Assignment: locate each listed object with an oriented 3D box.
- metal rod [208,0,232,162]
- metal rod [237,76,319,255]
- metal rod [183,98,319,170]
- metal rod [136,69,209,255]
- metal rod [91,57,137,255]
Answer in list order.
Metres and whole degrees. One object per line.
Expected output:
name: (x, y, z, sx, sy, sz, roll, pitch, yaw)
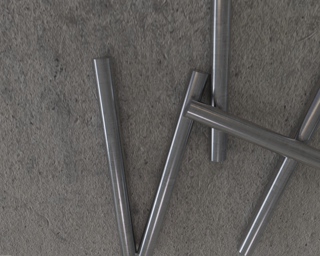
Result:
metal rod: (0.073, -0.099, 0.373, 0.025, 0.025, 0.298, -2, 110, 1)
metal rod: (0.175, 0.056, 0.431, 0.025, 0.025, 0.298, 16, 109, -6)
metal rod: (0.172, 0.029, 0.393, 0.302, 0.025, 0.025, 21, 109, -8)
metal rod: (0.012, 0.065, 0.433, 0.025, 0.025, 0.298, 13, 110, -5)
metal rod: (-0.059, 0.054, 0.428, 0.025, 0.025, 0.298, -4, 110, 1)
